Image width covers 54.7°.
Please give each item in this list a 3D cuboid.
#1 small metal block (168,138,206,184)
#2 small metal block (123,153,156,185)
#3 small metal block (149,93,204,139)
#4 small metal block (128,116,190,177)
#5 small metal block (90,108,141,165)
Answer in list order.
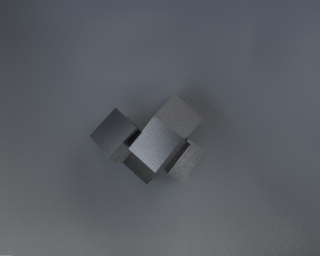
[{"bbox_3d":[0.030,0.040,0.398,0.025,0.050,0.050,35,90,-1],"label":"small metal block"},{"bbox_3d":[-0.018,0.037,0.409,0.050,0.025,0.050,42,90,-1],"label":"small metal block"},{"bbox_3d":[0.021,-0.010,0.410,0.050,0.025,0.050,42,90,-1],"label":"small metal block"},{"bbox_3d":[-0.001,0.022,0.373,0.050,0.025,0.050,38,90,33],"label":"small metal block"},{"bbox_3d":[-0.054,0.010,0.397,0.050,0.025,0.050,-48,52,0],"label":"small metal block"}]
